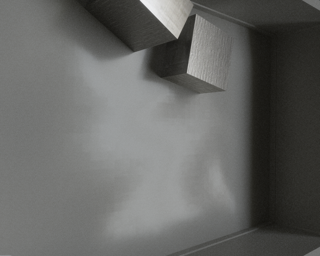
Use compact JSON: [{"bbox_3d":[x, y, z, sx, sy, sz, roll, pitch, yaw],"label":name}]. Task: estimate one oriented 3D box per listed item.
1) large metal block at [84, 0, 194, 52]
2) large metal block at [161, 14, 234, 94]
[{"bbox_3d":[-0.024,-0.138,0.350,0.080,0.080,0.050,37,68,-34],"label":"large metal block"},{"bbox_3d":[0.054,-0.099,0.435,0.081,0.050,0.080,15,80,-39],"label":"large metal block"}]
